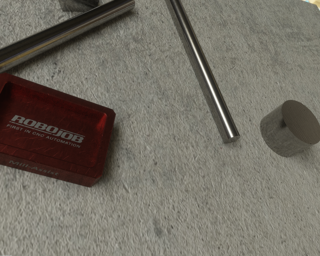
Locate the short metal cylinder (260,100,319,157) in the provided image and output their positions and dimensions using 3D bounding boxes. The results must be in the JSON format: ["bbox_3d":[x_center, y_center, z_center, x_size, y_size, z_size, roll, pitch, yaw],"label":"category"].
[{"bbox_3d":[0.212,0.001,0.504,0.081,0.050,0.080,14,56,-21],"label":"short metal cylinder"}]

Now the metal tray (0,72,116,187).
[{"bbox_3d":[-0.121,0.003,0.334,0.131,0.030,0.090,19,54,-18],"label":"metal tray"}]

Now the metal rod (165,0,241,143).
[{"bbox_3d":[0.062,-0.114,0.508,0.025,0.025,0.299,-4,64,-31],"label":"metal rod"}]

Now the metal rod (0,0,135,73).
[{"bbox_3d":[-0.134,-0.123,0.407,0.025,0.025,0.302,44,51,2],"label":"metal rod"}]

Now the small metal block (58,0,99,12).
[{"bbox_3d":[-0.125,-0.200,0.460,0.050,0.025,0.050,-11,68,-33],"label":"small metal block"}]
